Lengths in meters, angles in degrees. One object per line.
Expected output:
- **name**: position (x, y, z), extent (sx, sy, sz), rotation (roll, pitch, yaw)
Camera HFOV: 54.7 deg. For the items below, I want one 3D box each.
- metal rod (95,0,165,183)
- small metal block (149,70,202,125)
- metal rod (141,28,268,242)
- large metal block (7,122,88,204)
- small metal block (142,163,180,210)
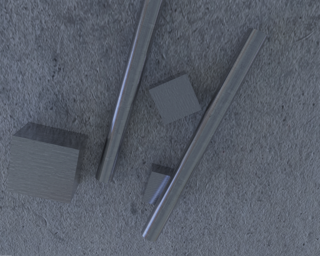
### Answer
- **metal rod**: position (-0.034, -0.064, 0.385), extent (0.025, 0.025, 0.298), rotation (16, 109, -6)
- **small metal block**: position (0.019, -0.039, 0.396), extent (0.050, 0.025, 0.050), rotation (-23, 109, 8)
- **metal rod**: position (0.051, 0.017, 0.398), extent (0.025, 0.025, 0.298), rotation (25, 101, -9)
- **large metal block**: position (-0.147, 0.045, 0.411), extent (0.081, 0.050, 0.079), rotation (13, 110, -5)
- **small metal block**: position (0.006, 0.083, 0.441), extent (0.050, 0.025, 0.050), rotation (15, 109, -6)
